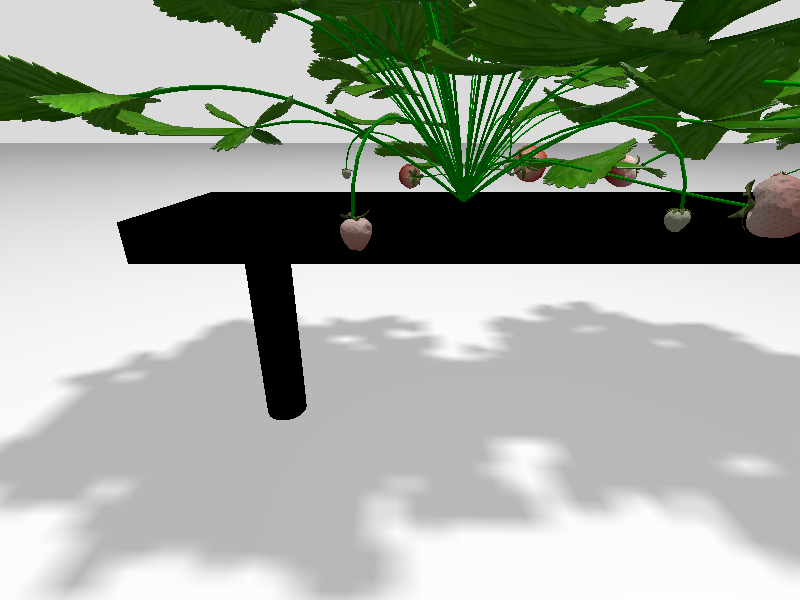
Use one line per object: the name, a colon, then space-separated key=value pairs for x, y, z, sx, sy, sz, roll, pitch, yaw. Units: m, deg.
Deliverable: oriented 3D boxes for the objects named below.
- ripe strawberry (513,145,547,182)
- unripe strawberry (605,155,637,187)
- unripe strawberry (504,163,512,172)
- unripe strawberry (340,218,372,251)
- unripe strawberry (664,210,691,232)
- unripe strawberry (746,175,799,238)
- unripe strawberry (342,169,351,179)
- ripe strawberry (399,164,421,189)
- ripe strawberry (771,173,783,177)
ripe strawberry: x=0.160 y=-0.166 z=0.488 sx=0.041 sy=0.043 sz=0.044 roll=14 pitch=26 yaw=30
unripe strawberry: x=0.234 y=-0.136 z=0.425 sx=0.030 sy=0.032 sz=0.028 roll=-4 pitch=20 yaw=22
unripe strawberry: x=0.137 y=-0.167 z=0.505 sx=0.011 sy=0.012 sz=0.013 roll=10 pitch=25 yaw=23
unripe strawberry: x=-0.022 y=-0.033 z=0.200 sx=0.015 sy=0.016 sz=0.017 roll=11 pitch=25 yaw=24
unripe strawberry: x=0.143 y=-0.041 z=0.207 sx=0.011 sy=0.011 sz=0.011 roll=-13 pitch=26 yaw=-29
unripe strawberry: x=0.210 y=-0.050 z=0.218 sx=0.033 sy=0.034 sz=0.030 roll=19 pitch=29 yaw=36
unripe strawberry: x=-0.058 y=-0.138 z=0.438 sx=0.010 sy=0.010 sz=0.011 roll=20 pitch=30 yaw=39
ripe strawberry: x=0.009 y=-0.133 z=0.429 sx=0.024 sy=0.025 sz=0.026 roll=-10 pitch=24 yaw=-23
ripe strawberry: x=0.407 y=-0.130 z=0.434 sx=0.015 sy=0.013 sz=0.015 roll=-21 pitch=-13 yaw=-40
